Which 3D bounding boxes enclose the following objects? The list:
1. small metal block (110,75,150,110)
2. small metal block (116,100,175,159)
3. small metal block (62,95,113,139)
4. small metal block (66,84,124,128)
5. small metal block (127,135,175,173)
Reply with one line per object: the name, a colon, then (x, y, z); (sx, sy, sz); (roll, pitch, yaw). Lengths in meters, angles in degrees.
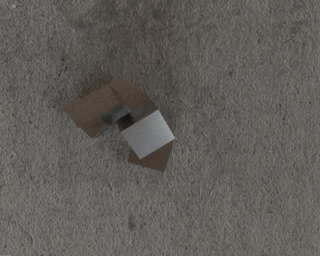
small metal block: (-0.040, -0.040, 0.398); (0.050, 0.050, 0.025); (32, 90, -1)
small metal block: (-0.017, 0.002, 0.374); (0.050, 0.025, 0.050); (-31, 128, 0)
small metal block: (-0.091, -0.014, 0.398); (0.025, 0.050, 0.050); (-45, 91, 0)
small metal block: (-0.070, -0.023, 0.348); (0.050, 0.050, 0.025); (-29, 90, 0)
small metal block: (-0.011, 0.027, 0.411); (0.050, 0.025, 0.050); (16, 90, -1)
